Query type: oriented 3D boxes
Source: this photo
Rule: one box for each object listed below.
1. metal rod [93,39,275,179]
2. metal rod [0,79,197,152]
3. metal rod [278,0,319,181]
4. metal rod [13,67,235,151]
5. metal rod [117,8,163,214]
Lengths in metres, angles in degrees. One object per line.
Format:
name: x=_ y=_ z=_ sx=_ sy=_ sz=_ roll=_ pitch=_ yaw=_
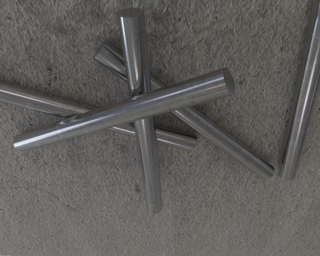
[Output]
metal rod: x=0.048 y=-0.010 z=0.398 sx=0.301 sy=0.025 sz=0.025 roll=34 pitch=122 yaw=-26
metal rod: x=-0.096 y=-0.019 z=0.390 sx=0.302 sy=0.025 sz=0.025 roll=16 pitch=128 yaw=-13
metal rod: x=0.175 y=-0.042 z=0.372 sx=0.025 sy=0.025 sz=0.298 roll=-5 pitch=130 yaw=4
metal rod: x=-0.064 y=-0.010 z=0.345 sx=0.300 sy=0.025 sz=0.025 roll=-14 pitch=131 yaw=31
metal rod: x=-0.017 y=0.008 z=0.379 sx=0.025 sy=0.025 sz=0.298 roll=-3 pitch=130 yaw=2
